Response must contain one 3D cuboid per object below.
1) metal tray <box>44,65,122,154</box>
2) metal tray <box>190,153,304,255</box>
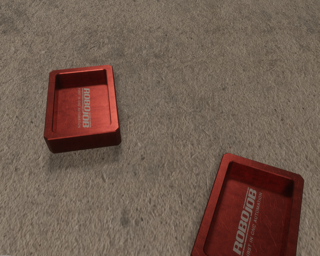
[{"bbox_3d":[-0.105,-0.031,0.424,0.091,0.030,0.130,-7,50,-7],"label":"metal tray"},{"bbox_3d":[0.092,0.095,0.321,0.090,0.030,0.130,17,52,13],"label":"metal tray"}]
